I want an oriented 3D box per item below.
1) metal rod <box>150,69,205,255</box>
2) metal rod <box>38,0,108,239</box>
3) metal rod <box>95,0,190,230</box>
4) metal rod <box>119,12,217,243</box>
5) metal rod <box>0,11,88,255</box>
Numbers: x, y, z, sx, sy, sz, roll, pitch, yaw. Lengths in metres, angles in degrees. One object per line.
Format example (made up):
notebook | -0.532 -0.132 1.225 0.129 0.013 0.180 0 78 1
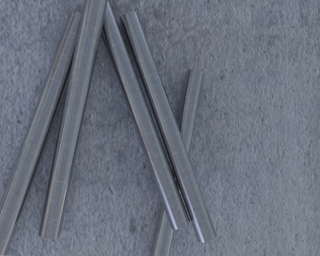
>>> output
metal rod | 0.020 0.069 0.417 0.025 0.025 0.298 13 86 -20
metal rod | -0.099 -0.022 0.359 0.025 0.025 0.298 11 91 -20
metal rod | -0.025 -0.018 0.386 0.025 0.025 0.298 -21 92 -19
metal rod | 0.010 -0.002 0.393 0.025 0.025 0.299 -19 89 -19
metal rod | -0.141 0.007 0.357 0.025 0.025 0.299 20 83 -19
